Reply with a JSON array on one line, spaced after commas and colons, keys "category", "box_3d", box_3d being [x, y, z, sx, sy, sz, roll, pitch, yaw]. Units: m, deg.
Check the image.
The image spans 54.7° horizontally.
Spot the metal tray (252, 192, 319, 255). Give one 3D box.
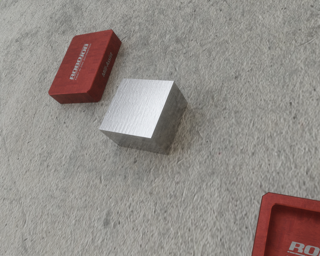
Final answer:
[{"category": "metal tray", "box_3d": [0.147, 0.111, 0.255, 0.130, 0.030, 0.090, 5, 64, 30]}]

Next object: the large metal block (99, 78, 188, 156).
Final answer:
[{"category": "large metal block", "box_3d": [-0.020, -0.016, 0.407, 0.080, 0.050, 0.080, 8, 66, 31]}]

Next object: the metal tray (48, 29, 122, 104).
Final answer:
[{"category": "metal tray", "box_3d": [-0.126, -0.105, 0.529, 0.090, 0.030, 0.130, 0, 62, 28]}]
